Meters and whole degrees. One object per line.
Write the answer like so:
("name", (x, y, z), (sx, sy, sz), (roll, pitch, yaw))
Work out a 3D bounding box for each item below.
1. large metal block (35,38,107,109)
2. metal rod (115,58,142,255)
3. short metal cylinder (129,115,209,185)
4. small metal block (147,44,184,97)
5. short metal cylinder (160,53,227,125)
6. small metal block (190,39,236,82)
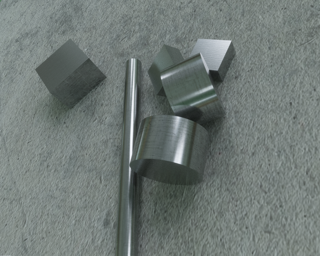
("large metal block", (-0.151, -0.092, 0.521), (0.080, 0.050, 0.080), (-42, 51, -1))
("metal rod", (-0.039, 0.027, 0.405), (0.025, 0.025, 0.299), (-14, 56, 20))
("short metal cylinder", (0.011, 0.027, 0.345), (0.080, 0.080, 0.050), (-1, 61, 27))
("small metal block", (0.011, -0.078, 0.429), (0.050, 0.025, 0.050), (-54, 42, 36))
("short metal cylinder", (0.041, -0.043, 0.373), (0.050, 0.080, 0.080), (-23, 54, 14))
("small metal block", (0.069, -0.093, 0.424), (0.050, 0.025, 0.050), (14, 69, 33))
